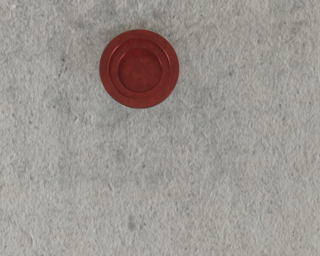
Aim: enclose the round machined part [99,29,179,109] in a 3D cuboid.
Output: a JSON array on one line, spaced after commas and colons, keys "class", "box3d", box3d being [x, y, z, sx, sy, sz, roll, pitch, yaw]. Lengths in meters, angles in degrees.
[{"class": "round machined part", "box3d": [-0.026, -0.073, 0.401, 0.099, 0.042, 0.097, 0, 90, -1]}]
